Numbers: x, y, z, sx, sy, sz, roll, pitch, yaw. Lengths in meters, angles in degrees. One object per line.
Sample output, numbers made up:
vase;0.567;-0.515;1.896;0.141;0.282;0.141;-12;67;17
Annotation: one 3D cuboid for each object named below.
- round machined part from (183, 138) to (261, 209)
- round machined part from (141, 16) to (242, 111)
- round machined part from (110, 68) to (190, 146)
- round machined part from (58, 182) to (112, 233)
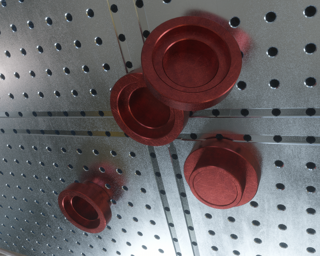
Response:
round machined part;0.076;0.065;0.400;0.098;0.042;0.097;13;124;20
round machined part;0.031;-0.062;0.321;0.098;0.098;0.042;29;164;9
round machined part;-0.009;-0.029;0.386;0.098;0.042;0.097;13;124;20
round machined part;-0.127;0.135;0.548;0.098;0.042;0.097;13;124;20
